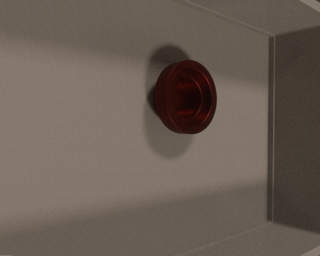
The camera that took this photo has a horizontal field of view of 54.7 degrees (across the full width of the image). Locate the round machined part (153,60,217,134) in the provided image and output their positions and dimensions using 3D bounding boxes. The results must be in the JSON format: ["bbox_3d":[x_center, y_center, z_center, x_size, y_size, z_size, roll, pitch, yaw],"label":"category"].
[{"bbox_3d":[0.030,-0.041,0.423,0.099,0.042,0.097,0,90,-40],"label":"round machined part"}]
